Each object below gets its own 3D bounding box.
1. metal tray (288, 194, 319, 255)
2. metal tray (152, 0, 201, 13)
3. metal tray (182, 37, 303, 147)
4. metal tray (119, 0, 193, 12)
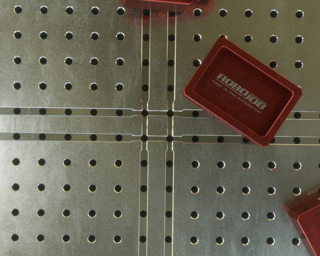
[{"bbox_3d":[0.253,0.124,0.412,0.130,0.030,0.090,-28,90,0],"label":"metal tray"},{"bbox_3d":[0.024,-0.227,0.396,0.090,0.030,0.129,-12,90,19],"label":"metal tray"},{"bbox_3d":[0.107,-0.046,0.411,0.130,0.030,0.090,34,90,0],"label":"metal tray"},{"bbox_3d":[-0.006,-0.220,0.394,0.091,0.030,0.129,-1,91,-16],"label":"metal tray"}]
